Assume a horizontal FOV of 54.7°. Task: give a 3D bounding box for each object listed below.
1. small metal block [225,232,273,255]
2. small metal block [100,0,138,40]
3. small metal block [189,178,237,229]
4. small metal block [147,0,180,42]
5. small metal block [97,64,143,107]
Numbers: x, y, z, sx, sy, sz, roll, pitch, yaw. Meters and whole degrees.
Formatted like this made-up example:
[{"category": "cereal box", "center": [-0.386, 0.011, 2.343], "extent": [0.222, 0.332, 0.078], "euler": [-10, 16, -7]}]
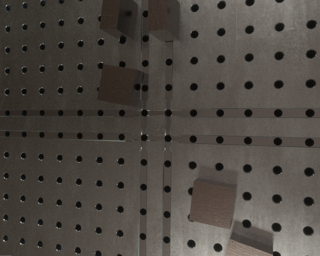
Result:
[{"category": "small metal block", "center": [0.105, 0.163, 0.375], "extent": [0.050, 0.025, 0.050], "euler": [15, 95, 19]}, {"category": "small metal block", "center": [-0.055, -0.151, 0.418], "extent": [0.025, 0.050, 0.050], "euler": [8, 93, 19]}, {"category": "small metal block", "center": [0.067, 0.093, 0.389], "extent": [0.050, 0.025, 0.050], "euler": [8, 93, 19]}, {"category": "small metal block", "center": [0.006, -0.143, 0.397], "extent": [0.025, 0.050, 0.050], "euler": [2, 91, 20]}, {"category": "small metal block", "center": [-0.055, -0.059, 0.431], "extent": [0.050, 0.025, 0.050], "euler": [12, 94, 19]}]
